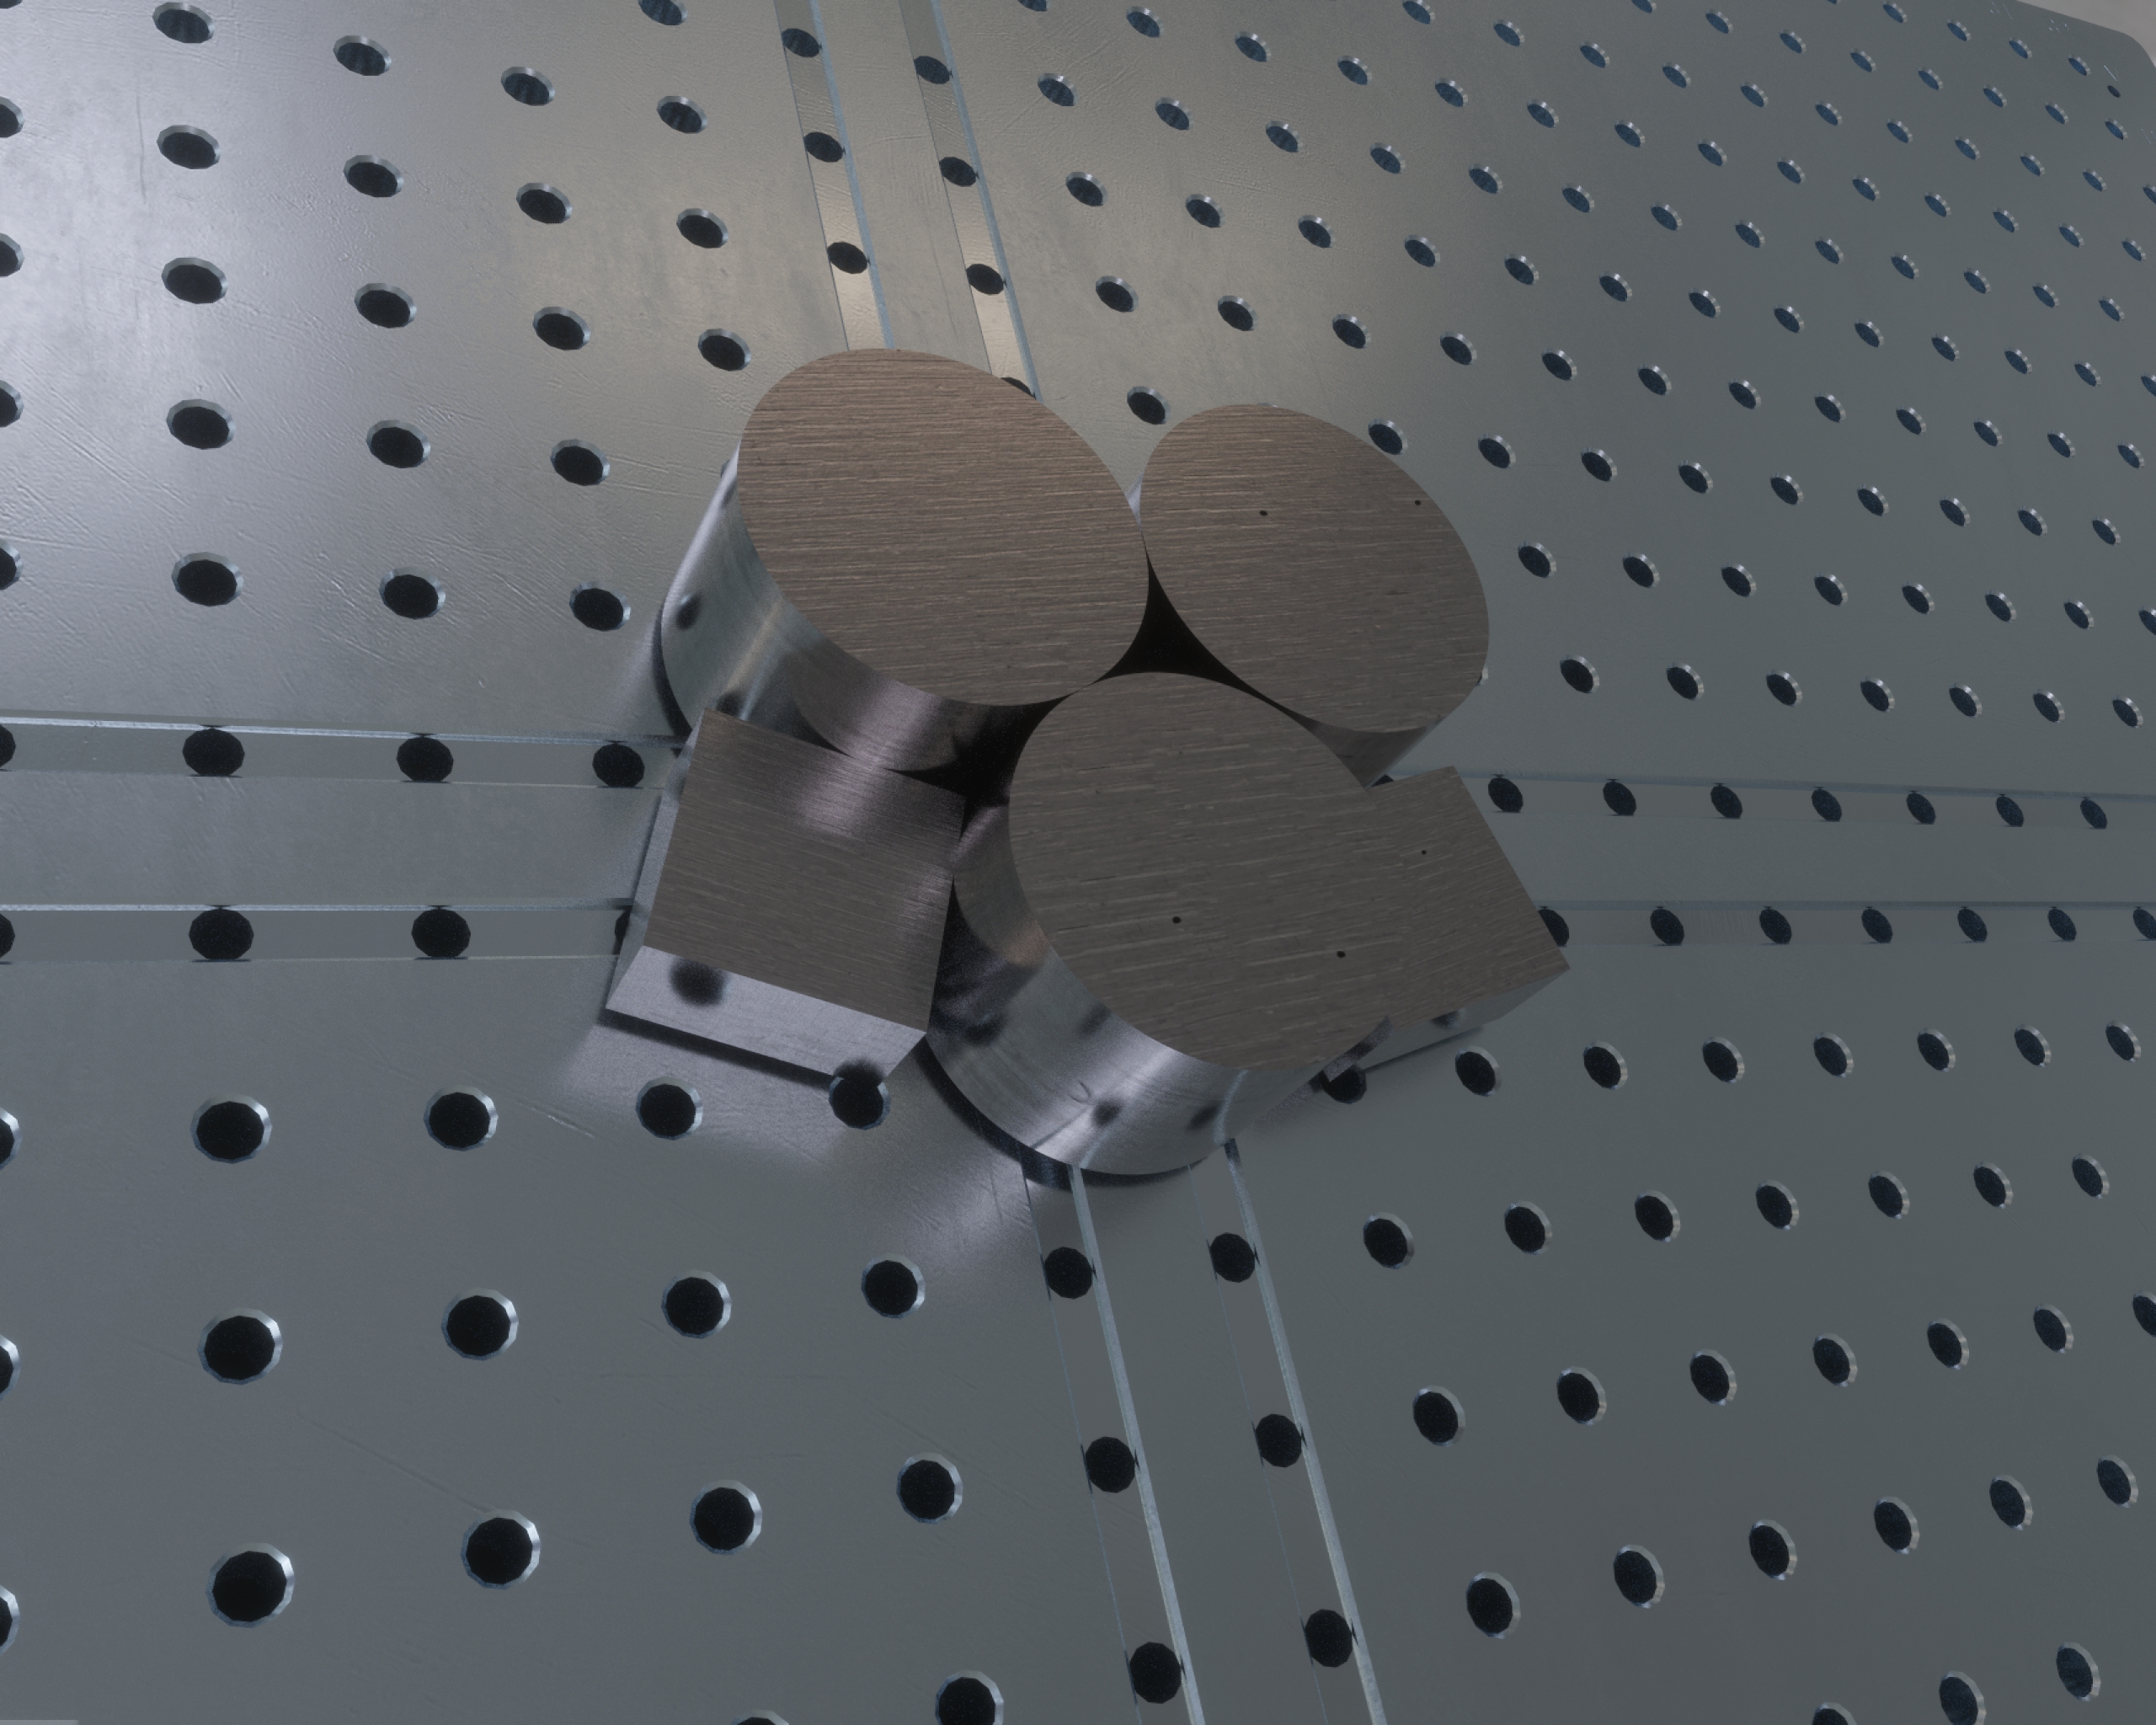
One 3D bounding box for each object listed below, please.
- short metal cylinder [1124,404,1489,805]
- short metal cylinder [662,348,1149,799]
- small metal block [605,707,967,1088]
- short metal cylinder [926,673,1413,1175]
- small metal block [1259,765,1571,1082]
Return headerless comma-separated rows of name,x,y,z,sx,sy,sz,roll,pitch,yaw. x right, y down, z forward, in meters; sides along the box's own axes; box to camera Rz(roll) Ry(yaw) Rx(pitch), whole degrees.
short metal cylinder,0.038,-0.049,0.438,0.081,0.050,0.080,14,56,-21
short metal cylinder,-0.034,-0.051,0.401,0.081,0.050,0.080,14,56,-21
small metal block,-0.051,0.007,0.372,0.050,0.025,0.050,19,54,-17
short metal cylinder,0.014,0.012,0.388,0.081,0.050,0.080,14,56,-21
small metal block,0.065,0.012,0.432,0.050,0.025,0.050,-15,70,-34
